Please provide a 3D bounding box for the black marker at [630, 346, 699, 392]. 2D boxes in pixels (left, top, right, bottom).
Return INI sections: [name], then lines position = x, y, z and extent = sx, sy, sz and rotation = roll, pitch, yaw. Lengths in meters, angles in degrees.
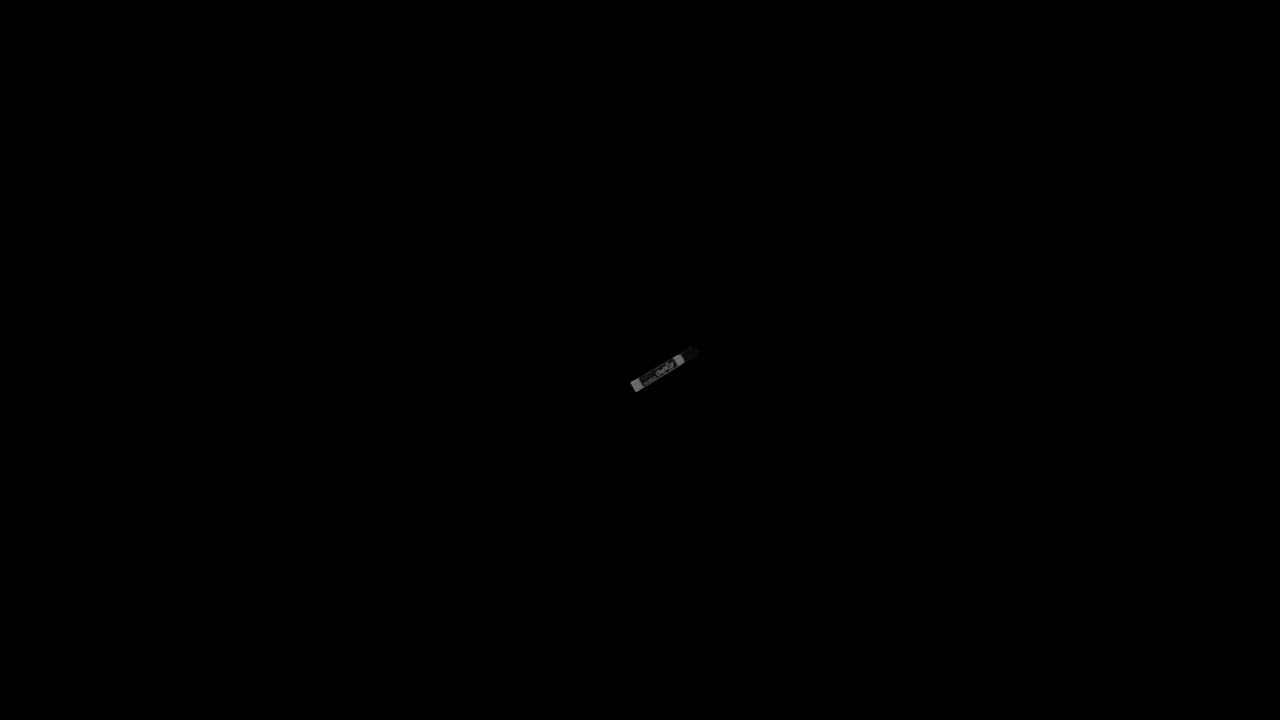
[black marker]
position = 0.041, 0.013, 0.986
extent = 0.121, 0.020, 0.020
rotation = -31, 1, -2
